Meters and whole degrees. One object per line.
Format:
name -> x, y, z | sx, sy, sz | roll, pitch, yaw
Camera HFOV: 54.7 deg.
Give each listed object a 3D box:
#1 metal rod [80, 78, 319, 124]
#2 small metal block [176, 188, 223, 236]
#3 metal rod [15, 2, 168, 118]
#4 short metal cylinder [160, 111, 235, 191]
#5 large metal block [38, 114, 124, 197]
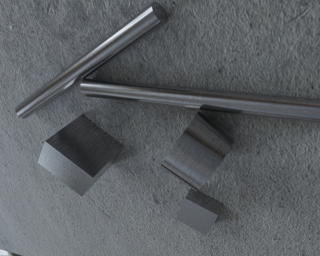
metal rod -> 0.036, -0.035, 0.364 | 0.301, 0.025, 0.025 | 8, 122, 23
small metal block -> 0.057, 0.122, 0.451 | 0.050, 0.025, 0.050 | 26, 128, 11
metal rod -> -0.112, -0.075, 0.417 | 0.299, 0.025, 0.025 | -23, 106, 36
short metal cylinder -> 0.044, 0.027, 0.364 | 0.050, 0.080, 0.079 | 35, 129, 5
large metal block -> -0.114, 0.038, 0.453 | 0.080, 0.080, 0.050 | 37, 129, 3
